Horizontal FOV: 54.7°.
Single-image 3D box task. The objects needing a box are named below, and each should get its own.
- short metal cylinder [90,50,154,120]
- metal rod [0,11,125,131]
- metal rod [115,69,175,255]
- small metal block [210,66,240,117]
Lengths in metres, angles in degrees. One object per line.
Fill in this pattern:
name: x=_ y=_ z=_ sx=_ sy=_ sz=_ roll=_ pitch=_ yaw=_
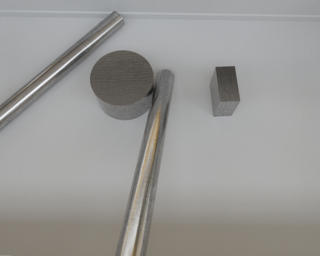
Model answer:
short metal cylinder: x=-0.048 y=-0.056 z=0.416 sx=0.081 sy=0.050 sz=0.080 roll=0 pitch=70 yaw=0
metal rod: x=-0.164 y=-0.063 z=0.430 sx=0.025 sy=0.025 sz=0.301 roll=41 pitch=75 yaw=13
metal rod: x=-0.011 y=0.031 z=0.332 sx=0.025 sy=0.025 sz=0.300 roll=8 pitch=45 yaw=2
small metal block: x=0.086 y=-0.048 z=0.415 sx=0.025 sy=0.050 sz=0.050 roll=-3 pitch=70 yaw=-1
